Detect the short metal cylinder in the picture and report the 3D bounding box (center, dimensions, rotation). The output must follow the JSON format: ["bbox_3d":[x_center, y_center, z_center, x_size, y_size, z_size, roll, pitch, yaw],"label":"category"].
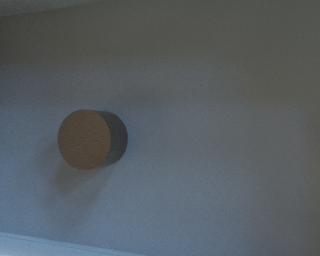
[{"bbox_3d":[-0.092,0.015,0.428,0.080,0.050,0.079,0,90,19],"label":"short metal cylinder"}]
